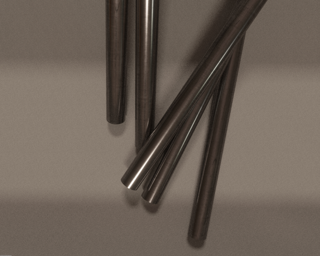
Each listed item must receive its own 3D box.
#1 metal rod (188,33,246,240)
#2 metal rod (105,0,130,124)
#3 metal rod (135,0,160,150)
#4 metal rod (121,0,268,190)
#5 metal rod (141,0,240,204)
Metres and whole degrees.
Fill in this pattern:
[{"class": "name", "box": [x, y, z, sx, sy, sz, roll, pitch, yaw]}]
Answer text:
[{"class": "metal rod", "box": [0.077, -0.002, 0.412, 0.025, 0.025, 0.298, 11, 90, -1]}, {"class": "metal rod", "box": [-0.045, -0.132, 0.326, 0.025, 0.025, 0.298, 6, 126, -1]}, {"class": "metal rod", "box": [-0.014, -0.104, 0.337, 0.025, 0.025, 0.298, 3, 121, 0]}, {"class": "metal rod", "box": [0.043, -0.050, 0.373, 0.025, 0.025, 0.299, 34, 100, -1]}, {"class": "metal rod", "box": [0.051, -0.039, 0.397, 0.025, 0.025, 0.299, 26, 96, -1]}]
